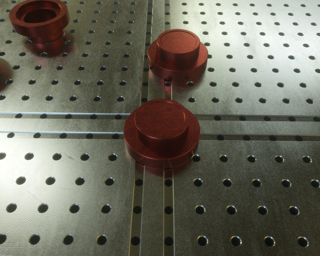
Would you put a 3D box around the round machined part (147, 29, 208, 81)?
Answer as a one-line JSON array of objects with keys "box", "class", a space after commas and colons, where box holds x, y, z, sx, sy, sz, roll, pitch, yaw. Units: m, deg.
[{"box": [0.029, -0.124, 0.501, 0.099, 0.042, 0.098, 0, 50, 0], "class": "round machined part"}]

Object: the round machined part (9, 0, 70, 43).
[{"box": [-0.211, -0.189, 0.553, 0.099, 0.042, 0.098, 0, 50, 0], "class": "round machined part"}]

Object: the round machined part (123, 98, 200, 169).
[{"box": [0.003, 0.000, 0.397, 0.099, 0.042, 0.098, 0, 50, 0], "class": "round machined part"}]
